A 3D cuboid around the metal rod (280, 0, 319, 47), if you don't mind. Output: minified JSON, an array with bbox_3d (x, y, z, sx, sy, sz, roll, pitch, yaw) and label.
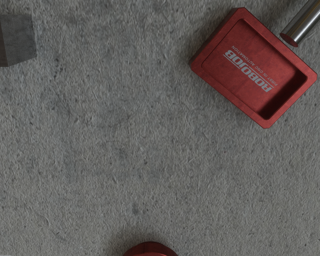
[{"bbox_3d":[0.238,-0.211,0.320,0.025,0.025,0.299,37,100,-13],"label":"metal rod"}]

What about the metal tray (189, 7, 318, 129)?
[{"bbox_3d":[0.113,-0.071,0.381,0.130,0.030,0.090,37,106,-13],"label":"metal tray"}]

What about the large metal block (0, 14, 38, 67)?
[{"bbox_3d":[-0.194,-0.099,0.342,0.081,0.080,0.050,0,110,0],"label":"large metal block"}]

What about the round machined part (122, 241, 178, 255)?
[{"bbox_3d":[-0.015,0.217,0.481,0.099,0.042,0.097,0,110,0],"label":"round machined part"}]
